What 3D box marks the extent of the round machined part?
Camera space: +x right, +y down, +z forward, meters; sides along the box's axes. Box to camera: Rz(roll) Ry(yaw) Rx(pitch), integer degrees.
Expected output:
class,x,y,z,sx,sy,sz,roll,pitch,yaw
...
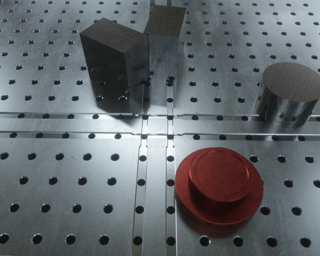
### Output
class,x,y,z,sx,sy,sz,roll,pitch,yaw
round machined part,0.066,0.060,0.346,0.099,0.042,0.098,0,50,0

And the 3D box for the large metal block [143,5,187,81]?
class,x,y,z,sx,sy,sz,roll,pitch,yaw
large metal block,0.009,-0.133,0.483,0.050,0.080,0.080,8,51,7

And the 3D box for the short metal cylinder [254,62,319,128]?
class,x,y,z,sx,sy,sz,roll,pitch,yaw
short metal cylinder,0.178,-0.047,0.432,0.080,0.050,0.080,0,50,0

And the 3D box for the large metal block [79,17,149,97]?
class,x,y,z,sx,sy,sz,roll,pitch,yaw
large metal block,-0.064,-0.104,0.459,0.080,0.080,0.050,28,56,21
